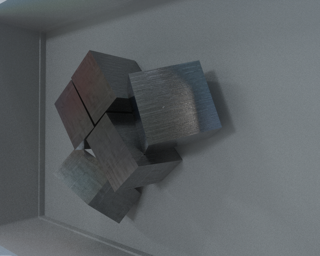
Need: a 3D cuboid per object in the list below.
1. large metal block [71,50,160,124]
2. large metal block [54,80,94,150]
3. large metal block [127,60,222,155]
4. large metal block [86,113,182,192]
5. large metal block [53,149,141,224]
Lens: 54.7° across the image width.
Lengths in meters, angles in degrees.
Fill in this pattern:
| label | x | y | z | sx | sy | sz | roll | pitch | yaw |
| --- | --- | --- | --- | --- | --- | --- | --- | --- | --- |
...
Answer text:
| label | x | y | z | sx | sy | sz | roll | pitch | yaw |
| --- | --- | --- | --- | --- | --- | --- | --- | --- | --- |
| large metal block | -0.058 | -0.051 | 0.415 | 0.050 | 0.081 | 0.080 | -46 | 63 | 30 |
| large metal block | -0.090 | -0.018 | 0.441 | 0.050 | 0.081 | 0.080 | -45 | 63 | 30 |
| large metal block | 0.013 | -0.022 | 0.349 | 0.050 | 0.081 | 0.080 | 118 | 137 | -72 |
| large metal block | -0.033 | 0.028 | 0.393 | 0.050 | 0.081 | 0.080 | -49 | 61 | 29 |
| large metal block | -0.085 | 0.078 | 0.428 | 0.080 | 0.080 | 0.050 | 28 | 73 | 36 |
